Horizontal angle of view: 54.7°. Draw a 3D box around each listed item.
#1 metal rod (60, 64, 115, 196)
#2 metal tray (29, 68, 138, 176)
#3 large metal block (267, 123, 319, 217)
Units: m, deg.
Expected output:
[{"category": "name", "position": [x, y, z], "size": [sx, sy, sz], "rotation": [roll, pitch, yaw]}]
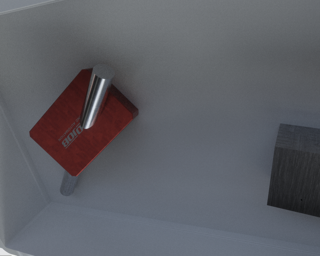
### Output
[{"category": "metal rod", "position": [-0.117, 0.024, 0.459], "size": [0.025, 0.025, 0.298], "rotation": [35, 136, 4]}, {"category": "metal tray", "position": [-0.105, -0.007, 0.426], "size": [0.090, 0.030, 0.130], "rotation": [45, 108, -3]}, {"category": "large metal block", "position": [0.165, 0.047, 0.334], "size": [0.080, 0.050, 0.079], "rotation": [9, 123, 23]}]
